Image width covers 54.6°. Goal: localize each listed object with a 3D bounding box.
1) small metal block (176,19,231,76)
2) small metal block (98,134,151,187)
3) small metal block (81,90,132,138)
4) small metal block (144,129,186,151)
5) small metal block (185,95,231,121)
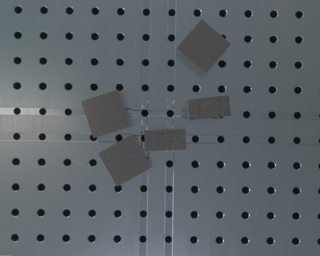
[{"bbox_3d":[0.057,-0.106,0.414,0.050,0.025,0.050,40,90,0],"label":"small metal block"},{"bbox_3d":[-0.046,0.042,0.413,0.050,0.025,0.050,-30,90,0],"label":"small metal block"},{"bbox_3d":[-0.070,-0.018,0.413,0.050,0.025,0.050,-18,90,0],"label":"small metal block"},{"bbox_3d":[0.006,0.014,0.401,0.050,0.050,0.025,-2,90,0],"label":"small metal block"},{"bbox_3d":[0.060,-0.025,0.401,0.050,0.050,0.025,-7,90,0],"label":"small metal block"}]
